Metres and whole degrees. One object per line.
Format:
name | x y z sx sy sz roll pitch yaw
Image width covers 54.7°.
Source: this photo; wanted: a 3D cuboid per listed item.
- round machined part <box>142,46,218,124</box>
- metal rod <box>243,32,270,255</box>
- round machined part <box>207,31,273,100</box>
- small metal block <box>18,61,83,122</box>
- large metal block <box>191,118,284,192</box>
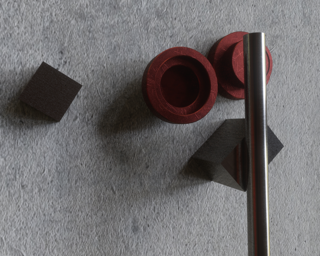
round machined part | 0.023 -0.054 0.408 0.099 0.042 0.097 0 90 -20
metal rod | 0.114 0.040 0.366 0.025 0.025 0.298 -2 91 -20
round machined part | 0.120 -0.090 0.444 0.099 0.042 0.097 0 90 -20
small metal block | -0.127 -0.041 0.362 0.050 0.025 0.050 32 80 -17
large metal block | 0.101 0.032 0.417 0.080 0.080 0.050 -45 104 -14
